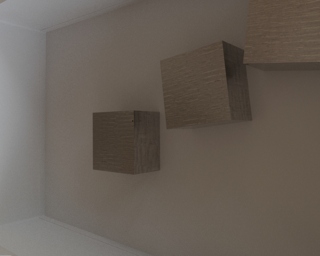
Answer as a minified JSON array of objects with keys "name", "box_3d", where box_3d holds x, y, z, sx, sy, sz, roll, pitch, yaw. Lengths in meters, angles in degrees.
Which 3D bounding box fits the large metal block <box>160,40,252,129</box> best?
[{"name":"large metal block","box_3d":[0.051,-0.043,0.347,0.080,0.050,0.080,-9,85,39]}]

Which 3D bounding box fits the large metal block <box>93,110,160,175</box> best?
[{"name":"large metal block","box_3d":[-0.047,0.018,0.427,0.080,0.050,0.079,0,90,39]}]

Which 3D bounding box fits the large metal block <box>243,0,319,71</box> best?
[{"name":"large metal block","box_3d":[0.129,-0.096,0.284,0.080,0.050,0.079,8,95,39]}]
